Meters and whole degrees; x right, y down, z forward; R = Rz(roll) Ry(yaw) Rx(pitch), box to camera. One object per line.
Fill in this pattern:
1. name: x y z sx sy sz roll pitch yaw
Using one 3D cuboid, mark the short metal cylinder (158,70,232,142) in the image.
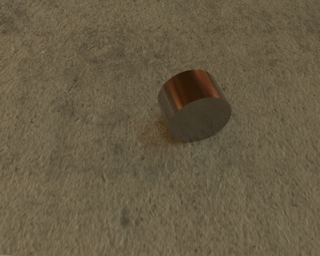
1. short metal cylinder: 0.042 -0.026 0.390 0.081 0.080 0.050 -12 51 -10
